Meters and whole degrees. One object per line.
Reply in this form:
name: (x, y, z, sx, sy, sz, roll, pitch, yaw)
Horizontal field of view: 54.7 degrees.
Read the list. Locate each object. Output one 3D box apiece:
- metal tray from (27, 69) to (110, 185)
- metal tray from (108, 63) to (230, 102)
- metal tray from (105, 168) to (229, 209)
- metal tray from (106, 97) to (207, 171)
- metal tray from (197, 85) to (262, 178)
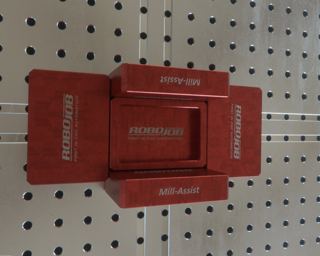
metal tray: (-0.108, -0.001, 0.370, 0.091, 0.030, 0.129, 1, 90, -21)
metal tray: (0.007, -0.052, 0.382, 0.131, 0.090, 0.030, 1, 90, -20)
metal tray: (0.006, 0.068, 0.380, 0.131, 0.090, 0.030, 1, 90, -20)
metal tray: (-0.003, 0.008, 0.407, 0.131, 0.030, 0.089, 1, 90, -21)
metal tray: (0.101, 0.005, 0.447, 0.091, 0.030, 0.129, 1, 90, -21)
